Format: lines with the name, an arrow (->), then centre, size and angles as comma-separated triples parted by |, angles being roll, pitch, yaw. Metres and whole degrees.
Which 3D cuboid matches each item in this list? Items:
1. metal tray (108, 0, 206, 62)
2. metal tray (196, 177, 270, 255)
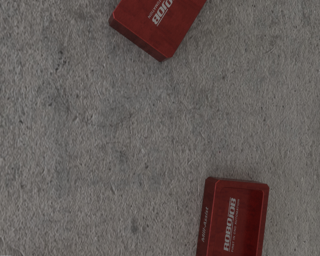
metal tray -> 0.005, -0.165, 0.408 | 0.090, 0.030, 0.130 | 33, 79, -17
metal tray -> 0.104, 0.140, 0.444 | 0.091, 0.030, 0.129 | 9, 87, -20
